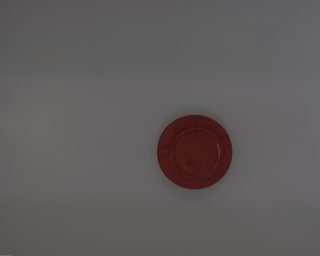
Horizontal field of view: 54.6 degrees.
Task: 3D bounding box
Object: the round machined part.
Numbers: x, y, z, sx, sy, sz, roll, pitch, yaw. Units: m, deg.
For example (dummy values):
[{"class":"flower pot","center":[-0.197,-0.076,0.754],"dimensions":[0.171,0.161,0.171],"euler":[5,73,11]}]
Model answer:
[{"class":"round machined part","center":[0.045,0.032,0.403],"dimensions":[0.099,0.042,0.097],"euler":[0,90,0]}]
